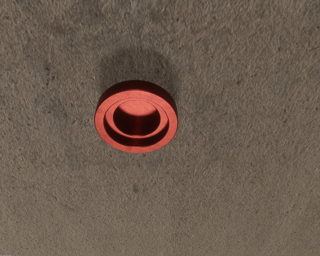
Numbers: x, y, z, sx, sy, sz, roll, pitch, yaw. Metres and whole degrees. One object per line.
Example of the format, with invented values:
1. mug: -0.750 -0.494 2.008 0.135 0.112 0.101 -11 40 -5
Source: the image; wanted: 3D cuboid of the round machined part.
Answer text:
1. round machined part: -0.028 -0.018 0.380 0.099 0.042 0.097 -1 130 0
